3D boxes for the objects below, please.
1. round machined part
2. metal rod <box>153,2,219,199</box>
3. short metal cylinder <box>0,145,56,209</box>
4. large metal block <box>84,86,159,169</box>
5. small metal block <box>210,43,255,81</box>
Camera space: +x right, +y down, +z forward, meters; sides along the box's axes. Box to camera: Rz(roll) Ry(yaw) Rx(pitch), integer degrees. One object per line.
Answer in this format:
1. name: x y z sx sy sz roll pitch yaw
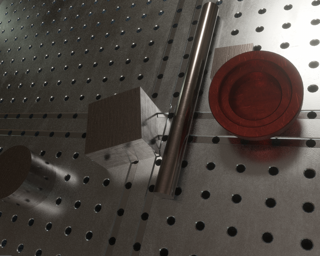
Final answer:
1. round machined part: 0.108 -0.034 0.350 0.098 0.042 0.098 -5 76 22
2. metal rod: 0.041 -0.053 0.418 0.025 0.025 0.300 2 62 29
3. short metal cylinder: -0.201 0.072 0.451 0.080 0.050 0.080 -13 56 20
4. large metal block: -0.050 0.001 0.416 0.080 0.050 0.080 -16 55 18
5. small metal block: 0.097 -0.081 0.406 0.050 0.025 0.050 -1 61 27
